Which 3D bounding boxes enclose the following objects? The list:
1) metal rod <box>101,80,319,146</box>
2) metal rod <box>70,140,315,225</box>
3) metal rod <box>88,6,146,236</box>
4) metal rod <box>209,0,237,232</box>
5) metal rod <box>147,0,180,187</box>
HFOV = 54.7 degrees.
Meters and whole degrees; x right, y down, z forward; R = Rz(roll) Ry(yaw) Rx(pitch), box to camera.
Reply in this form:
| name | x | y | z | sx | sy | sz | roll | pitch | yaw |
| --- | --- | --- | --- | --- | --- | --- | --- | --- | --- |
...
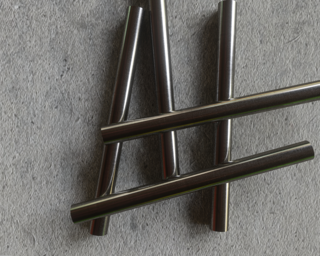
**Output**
| name | x | y | z | sx | sy | sz | roll | pitch | yaw |
| --- | --- | --- | --- | --- | --- | --- | --- | --- | --- |
| metal rod | 0.078 | -0.022 | 0.384 | 0.302 | 0.025 | 0.025 | -12 | 90 | -1 |
| metal rod | 0.040 | 0.067 | 0.384 | 0.302 | 0.025 | 0.025 | -15 | 90 | 0 |
| metal rod | -0.057 | -0.009 | 0.409 | 0.025 | 0.025 | 0.298 | 10 | 90 | 0 |
| metal rod | 0.084 | -0.016 | 0.410 | 0.025 | 0.025 | 0.298 | 2 | 90 | 0 |
| metal rod | 0.003 | -0.072 | 0.409 | 0.025 | 0.025 | 0.298 | -4 | 90 | 0 |
